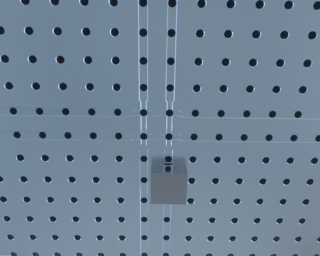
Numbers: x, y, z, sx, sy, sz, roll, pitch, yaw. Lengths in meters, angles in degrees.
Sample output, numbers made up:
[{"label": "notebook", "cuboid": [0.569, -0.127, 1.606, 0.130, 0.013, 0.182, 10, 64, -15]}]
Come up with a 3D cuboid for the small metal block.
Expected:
[{"label": "small metal block", "cuboid": [0.012, 0.081, 0.443, 0.050, 0.025, 0.050, 1, 110, -1]}]
